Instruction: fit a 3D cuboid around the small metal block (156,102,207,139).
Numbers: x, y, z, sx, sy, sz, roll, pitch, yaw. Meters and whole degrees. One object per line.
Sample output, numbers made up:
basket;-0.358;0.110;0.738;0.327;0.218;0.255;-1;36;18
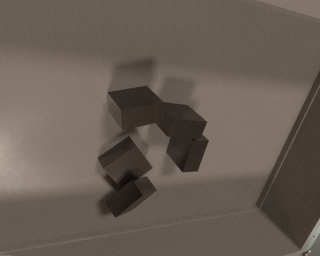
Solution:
small metal block;0.024;-0.011;0.401;0.050;0.050;0.025;4;116;-31

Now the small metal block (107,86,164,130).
small metal block;-0.029;-0.025;0.362;0.050;0.050;0.025;-13;124;-22

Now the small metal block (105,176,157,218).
small metal block;-0.039;0.094;0.427;0.050;0.025;0.050;-41;164;13

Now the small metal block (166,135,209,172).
small metal block;0.037;0.026;0.431;0.025;0.050;0.050;1;118;-30

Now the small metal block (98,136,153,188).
small metal block;-0.046;0.047;0.414;0.050;0.025;0.050;-36;129;-5
